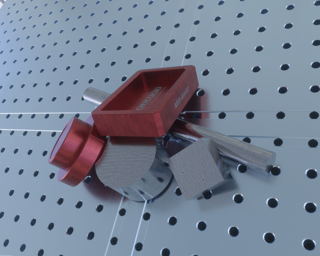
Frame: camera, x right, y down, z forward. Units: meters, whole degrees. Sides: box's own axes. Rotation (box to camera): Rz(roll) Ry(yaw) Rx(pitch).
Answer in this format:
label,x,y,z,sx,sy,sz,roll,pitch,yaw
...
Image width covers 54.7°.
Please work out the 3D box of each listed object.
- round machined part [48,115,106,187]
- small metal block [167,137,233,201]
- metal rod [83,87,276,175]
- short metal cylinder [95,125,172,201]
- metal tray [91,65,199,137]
label,x,y,z,sx,sy,sz,roll,pitch,yaw
round machined part,-0.111,0.024,0.406,0.098,0.042,0.098,-47,25,30
small metal block,0.043,0.045,0.339,0.050,0.025,0.050,-36,66,25
metal rod,0.001,-0.008,0.408,0.300,0.025,0.025,22,73,36
short metal cylinder,-0.030,0.043,0.377,0.080,0.050,0.080,-13,56,21
metal tray,-0.014,-0.038,0.393,0.090,0.030,0.131,0,33,27
